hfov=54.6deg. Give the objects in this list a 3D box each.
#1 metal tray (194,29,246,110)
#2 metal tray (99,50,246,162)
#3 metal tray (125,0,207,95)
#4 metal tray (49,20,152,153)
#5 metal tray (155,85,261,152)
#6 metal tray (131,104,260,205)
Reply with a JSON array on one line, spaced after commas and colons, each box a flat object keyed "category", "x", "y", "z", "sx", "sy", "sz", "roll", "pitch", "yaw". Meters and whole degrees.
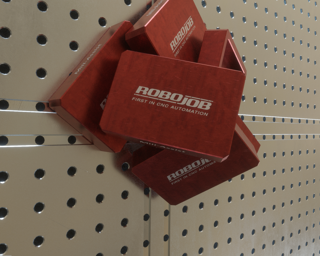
[{"category": "metal tray", "x": 0.090, "y": -0.070, "z": 0.448, "sx": 0.130, "sy": 0.030, "sz": 0.090, "roll": 33, "pitch": 68, "yaw": -59}, {"category": "metal tray", "x": 0.013, "y": -0.024, "z": 0.321, "sx": 0.030, "sy": 0.130, "sz": 0.090, "roll": 67, "pitch": 37, "yaw": -75}, {"category": "metal tray", "x": 0.018, "y": -0.114, "z": 0.395, "sx": 0.090, "sy": 0.030, "sz": 0.130, "roll": 56, "pitch": 44, "yaw": -29}, {"category": "metal tray", "x": -0.052, "y": -0.048, "z": 0.361, "sx": 0.090, "sy": 0.030, "sz": 0.130, "roll": 47, "pitch": 62, "yaw": -31}, {"category": "metal tray", "x": 0.065, "y": -0.003, "z": 0.418, "sx": 0.130, "sy": 0.090, "sz": 0.030, "roll": 46, "pitch": 63, "yaw": -31}, {"category": "metal tray", "x": 0.042, "y": 0.038, "z": 0.381, "sx": 0.090, "sy": 0.130, "sz": 0.030, "roll": 46, "pitch": 24, "yaw": -30}]
